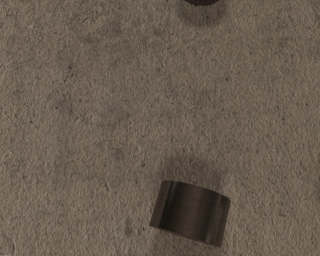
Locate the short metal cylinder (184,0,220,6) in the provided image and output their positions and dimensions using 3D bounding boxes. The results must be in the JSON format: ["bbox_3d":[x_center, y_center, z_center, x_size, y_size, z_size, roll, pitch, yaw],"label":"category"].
[{"bbox_3d":[0.067,-0.240,0.484,0.081,0.050,0.080,0,70,0],"label":"short metal cylinder"}]

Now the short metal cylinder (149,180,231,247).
[{"bbox_3d":[0.034,0.096,0.344,0.080,0.080,0.050,16,71,5],"label":"short metal cylinder"}]
